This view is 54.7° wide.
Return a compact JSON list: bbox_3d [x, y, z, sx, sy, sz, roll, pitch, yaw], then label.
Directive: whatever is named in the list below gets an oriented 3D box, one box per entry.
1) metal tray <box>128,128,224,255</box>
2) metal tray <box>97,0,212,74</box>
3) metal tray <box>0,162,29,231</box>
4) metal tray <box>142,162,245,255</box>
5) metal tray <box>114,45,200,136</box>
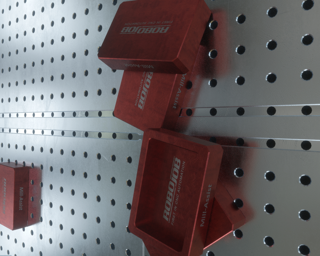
[{"bbox_3d":[0.014,0.072,0.352,0.090,0.030,0.129,16,100,38],"label":"metal tray"},{"bbox_3d":[-0.011,-0.117,0.390,0.130,0.030,0.090,12,75,37],"label":"metal tray"},{"bbox_3d":[-0.321,0.143,0.666,0.090,0.030,0.129,4,92,39],"label":"metal tray"},{"bbox_3d":[0.027,0.110,0.382,0.129,0.030,0.090,-46,63,30],"label":"metal tray"},{"bbox_3d":[-0.008,-0.062,0.411,0.090,0.030,0.129,26,106,36],"label":"metal tray"}]
